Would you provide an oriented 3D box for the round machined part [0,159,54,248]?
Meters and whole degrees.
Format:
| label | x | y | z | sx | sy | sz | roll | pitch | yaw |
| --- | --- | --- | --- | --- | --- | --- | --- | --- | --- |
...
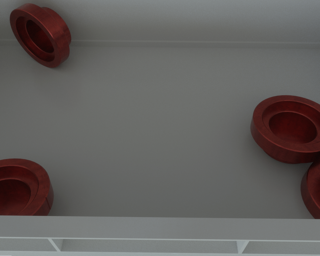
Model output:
| label | x | y | z | sx | sy | sz | roll | pitch | yaw |
| --- | --- | --- | --- | --- | --- | --- | --- | --- | --- |
| round machined part | -0.160 | 0.080 | 0.318 | 0.099 | 0.042 | 0.098 | 1 | 39 | 0 |

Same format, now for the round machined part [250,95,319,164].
| label | x | y | z | sx | sy | sz | roll | pitch | yaw |
| --- | --- | --- | --- | --- | --- | --- | --- | --- | --- |
| round machined part | 0.163 | 0.006 | 0.386 | 0.099 | 0.042 | 0.098 | -1 | 45 | 1 |

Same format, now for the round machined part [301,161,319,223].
| label | x | y | z | sx | sy | sz | roll | pitch | yaw |
| --- | --- | --- | --- | --- | --- | --- | --- | --- | --- |
| round machined part | 0.212 | 0.067 | 0.339 | 0.099 | 0.042 | 0.098 | 0 | 50 | 0 |

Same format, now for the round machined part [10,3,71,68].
| label | x | y | z | sx | sy | sz | roll | pitch | yaw |
| --- | --- | --- | --- | --- | --- | --- | --- | --- | --- |
| round machined part | -0.178 | -0.146 | 0.479 | 0.098 | 0.097 | 0.042 | 25 | 55 | 19 |
